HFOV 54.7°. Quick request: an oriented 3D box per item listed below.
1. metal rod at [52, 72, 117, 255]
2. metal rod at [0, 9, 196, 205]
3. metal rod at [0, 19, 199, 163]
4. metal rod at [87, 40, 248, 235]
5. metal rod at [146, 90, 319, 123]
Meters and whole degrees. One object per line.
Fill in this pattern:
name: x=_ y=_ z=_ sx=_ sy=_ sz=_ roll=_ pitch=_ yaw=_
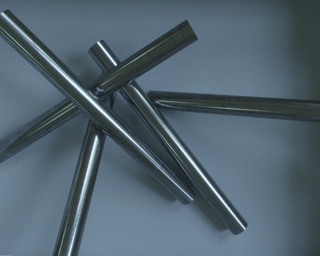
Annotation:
metal rod: x=-0.085 y=0.059 z=0.348 sx=0.025 sy=0.025 sz=0.299 roll=9 pitch=64 yaw=0
metal rod: x=-0.060 y=-0.008 z=0.358 sx=0.025 sy=0.025 sz=0.300 roll=-44 pitch=112 yaw=0
metal rod: x=-0.091 y=-0.035 z=0.372 sx=0.300 sy=0.025 sz=0.025 roll=-29 pitch=90 yaw=15
metal rod: x=0.014 y=0.016 z=0.396 sx=0.025 sy=0.025 sz=0.300 roll=-38 pitch=96 yaw=0
metal rod: x=0.129 y=-0.023 z=0.364 sx=0.301 sy=0.025 sz=0.025 roll=6 pitch=90 yaw=19
